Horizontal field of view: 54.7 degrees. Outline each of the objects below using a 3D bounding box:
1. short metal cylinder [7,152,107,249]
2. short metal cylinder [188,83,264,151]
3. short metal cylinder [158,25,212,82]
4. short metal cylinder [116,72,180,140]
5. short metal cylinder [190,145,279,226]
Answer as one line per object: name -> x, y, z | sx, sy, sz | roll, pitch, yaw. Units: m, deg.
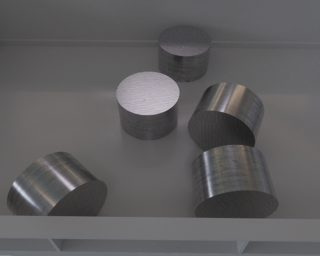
short metal cylinder -> -0.100, 0.071, 0.309 | 0.050, 0.080, 0.080 | 34, 58, 25
short metal cylinder -> 0.080, -0.008, 0.377 | 0.080, 0.080, 0.050 | 19, 53, 15
short metal cylinder -> 0.038, -0.117, 0.488 | 0.080, 0.050, 0.080 | 0, 50, 0
short metal cylinder -> -0.015, -0.030, 0.414 | 0.080, 0.050, 0.080 | 0, 50, 0
short metal cylinder -> 0.074, 0.061, 0.318 | 0.081, 0.080, 0.050 | -1, 50, -1
